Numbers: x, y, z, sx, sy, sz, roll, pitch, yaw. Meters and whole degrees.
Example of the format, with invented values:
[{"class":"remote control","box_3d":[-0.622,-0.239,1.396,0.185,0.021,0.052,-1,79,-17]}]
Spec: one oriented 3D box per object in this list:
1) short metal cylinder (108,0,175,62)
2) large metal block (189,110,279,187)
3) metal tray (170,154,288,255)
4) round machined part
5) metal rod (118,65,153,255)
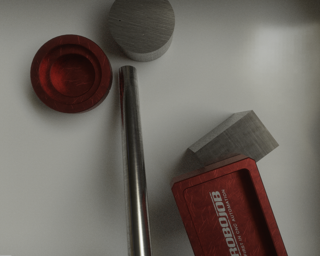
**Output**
[{"class":"short metal cylinder","box_3d":[-0.022,-0.130,0.399,0.081,0.050,0.079,0,90,-1]},{"class":"large metal block","box_3d":[0.086,0.023,0.385,0.080,0.080,0.050,-37,90,0]},{"class":"metal tray","box_3d":[0.074,0.103,0.330,0.090,0.030,0.129,-19,91,-1]},{"class":"round machined part","box_3d":[-0.110,-0.067,0.401,0.099,0.042,0.097,0,90,-1]},{"class":"metal rod","box_3d":[-0.028,0.058,0.349,0.025,0.025,0.299,-6,65,0]}]
